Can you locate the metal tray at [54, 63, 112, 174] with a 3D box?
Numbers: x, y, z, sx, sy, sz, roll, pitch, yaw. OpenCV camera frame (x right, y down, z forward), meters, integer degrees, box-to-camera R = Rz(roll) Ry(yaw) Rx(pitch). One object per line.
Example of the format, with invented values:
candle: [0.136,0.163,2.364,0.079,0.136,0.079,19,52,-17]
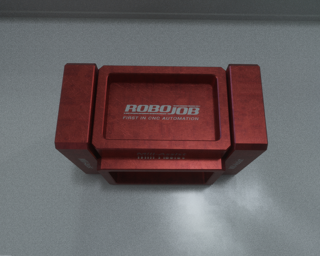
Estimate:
metal tray: [-0.080,-0.003,0.353,0.030,0.130,0.090,1,71,0]

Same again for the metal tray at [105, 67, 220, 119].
metal tray: [0.002,-0.041,0.387,0.131,0.090,0.030,0,71,0]

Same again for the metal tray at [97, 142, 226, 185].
metal tray: [0.001,0.043,0.356,0.131,0.090,0.030,0,70,0]

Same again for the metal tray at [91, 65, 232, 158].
metal tray: [0.002,-0.017,0.315,0.131,0.030,0.090,1,70,0]

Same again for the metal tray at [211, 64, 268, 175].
metal tray: [0.083,-0.002,0.353,0.030,0.130,0.090,1,71,0]
